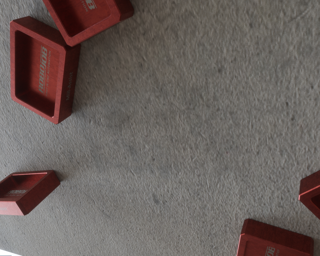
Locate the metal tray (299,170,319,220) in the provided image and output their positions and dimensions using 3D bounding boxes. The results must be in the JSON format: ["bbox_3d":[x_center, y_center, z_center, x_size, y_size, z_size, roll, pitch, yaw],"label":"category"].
[{"bbox_3d":[0.232,0.092,0.338,0.130,0.030,0.090,44,129,-3],"label":"metal tray"}]

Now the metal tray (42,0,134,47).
[{"bbox_3d":[-0.097,-0.169,0.348,0.090,0.030,0.129,-15,111,33],"label":"metal tray"}]

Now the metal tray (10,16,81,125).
[{"bbox_3d":[-0.166,-0.078,0.439,0.090,0.030,0.129,28,128,10],"label":"metal tray"}]

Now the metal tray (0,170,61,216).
[{"bbox_3d":[-0.261,0.118,0.571,0.130,0.090,0.030,-8,115,31],"label":"metal tray"}]

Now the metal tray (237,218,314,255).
[{"bbox_3d":[0.156,0.197,0.442,0.090,0.030,0.129,12,124,21],"label":"metal tray"}]
